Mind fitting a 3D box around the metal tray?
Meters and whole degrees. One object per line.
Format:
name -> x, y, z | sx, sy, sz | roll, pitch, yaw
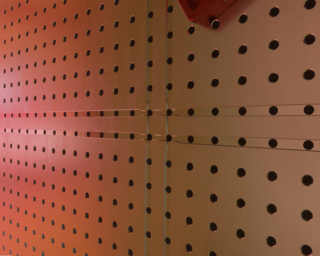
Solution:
metal tray -> 0.070, -0.192, 0.347 | 0.130, 0.030, 0.090 | -37, 68, 33
